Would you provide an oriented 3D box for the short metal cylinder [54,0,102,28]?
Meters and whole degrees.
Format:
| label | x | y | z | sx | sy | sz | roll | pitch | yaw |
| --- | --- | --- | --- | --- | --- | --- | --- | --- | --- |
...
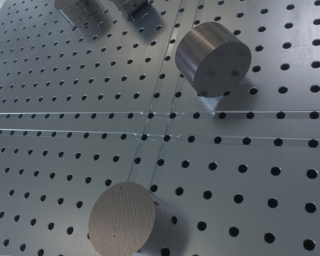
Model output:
| label | x | y | z | sx | sy | sz | roll | pitch | yaw |
| --- | --- | --- | --- | --- | --- | --- | --- | --- | --- |
| short metal cylinder | -0.168 | -0.253 | 0.636 | 0.080 | 0.050 | 0.080 | -13 | 56 | 21 |

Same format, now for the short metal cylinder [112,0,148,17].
| label | x | y | z | sx | sy | sz | roll | pitch | yaw |
| --- | --- | --- | --- | --- | --- | --- | --- | --- | --- |
| short metal cylinder | -0.064 | -0.250 | 0.560 | 0.050 | 0.080 | 0.080 | -40 | 51 | 1 |

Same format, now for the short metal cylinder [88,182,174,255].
| label | x | y | z | sx | sy | sz | roll | pitch | yaw |
| --- | --- | --- | --- | --- | --- | --- | --- | --- | --- |
| short metal cylinder | -0.031 | 0.106 | 0.343 | 0.080 | 0.050 | 0.080 | -13 | 56 | 21 |

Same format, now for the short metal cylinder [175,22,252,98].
| label | x | y | z | sx | sy | sz | roll | pitch | yaw |
| --- | --- | --- | --- | --- | --- | --- | --- | --- | --- |
| short metal cylinder | 0.066 | -0.085 | 0.390 | 0.080 | 0.080 | 0.050 | -35 | 51 | 5 |
